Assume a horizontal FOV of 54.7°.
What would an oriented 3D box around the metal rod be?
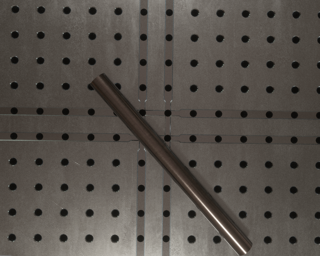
[{"bbox_3d":[0.015,0.048,0.413,0.025,0.025,0.300,-41,91,0],"label":"metal rod"}]
